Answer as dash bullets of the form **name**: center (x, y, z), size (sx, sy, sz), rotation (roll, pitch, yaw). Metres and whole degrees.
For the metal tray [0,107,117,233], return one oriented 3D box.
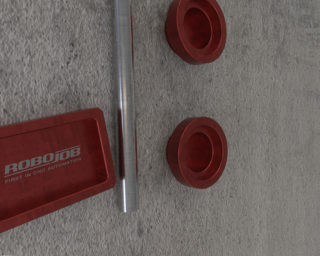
- **metal tray**: center (-0.112, 0.035, 0.307), size (0.131, 0.030, 0.089), rotation (-16, 101, -39)

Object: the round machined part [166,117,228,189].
- **round machined part**: center (0.047, 0.033, 0.433), size (0.099, 0.042, 0.097), rotation (0, 90, -40)

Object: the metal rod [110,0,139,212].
- **metal rod**: center (-0.042, -0.051, 0.368), size (0.025, 0.025, 0.298), rotation (-3, 92, -40)

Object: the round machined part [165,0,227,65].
- **round machined part**: center (0.045, -0.136, 0.431), size (0.099, 0.042, 0.097), rotation (0, 90, -40)
